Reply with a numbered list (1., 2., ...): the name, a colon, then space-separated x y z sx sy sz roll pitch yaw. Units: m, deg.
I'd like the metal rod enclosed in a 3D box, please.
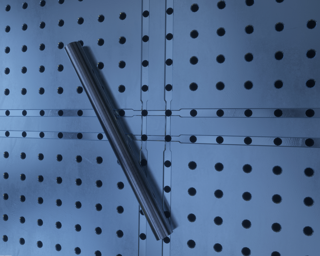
1. metal rod: -0.061 0.011 0.432 0.025 0.025 0.299 -30 81 17
